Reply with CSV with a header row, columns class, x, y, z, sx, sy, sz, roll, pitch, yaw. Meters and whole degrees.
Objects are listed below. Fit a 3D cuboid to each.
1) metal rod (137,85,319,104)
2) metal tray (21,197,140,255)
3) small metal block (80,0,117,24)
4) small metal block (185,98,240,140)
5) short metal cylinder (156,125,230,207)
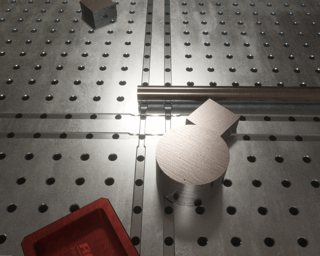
class,x,y,z,sx,sy,sz,roll,pitch,yaw
metal rod,0.119,-0.048,0.449,0.302,0.025,0.025,0,50,-1
metal tray,-0.061,0.140,0.285,0.091,0.030,0.130,-25,55,-20
small metal block,-0.119,-0.233,0.602,0.050,0.025,0.050,-30,57,-23
small metal block,0.069,-0.006,0.413,0.050,0.025,0.050,36,58,26
short metal cylinder,0.035,0.043,0.356,0.081,0.050,0.080,0,50,0
